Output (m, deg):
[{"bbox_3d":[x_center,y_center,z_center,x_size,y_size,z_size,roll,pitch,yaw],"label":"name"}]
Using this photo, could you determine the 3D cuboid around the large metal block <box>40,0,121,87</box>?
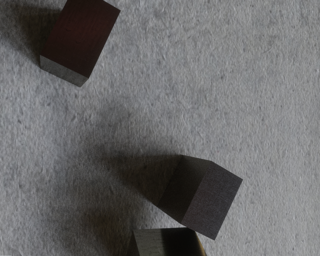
[{"bbox_3d":[-0.092,-0.096,0.346,0.050,0.080,0.080,25,82,-19],"label":"large metal block"}]

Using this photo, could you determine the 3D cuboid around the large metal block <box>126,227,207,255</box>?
[{"bbox_3d":[0.003,0.172,0.381,0.081,0.050,0.079,4,117,-20],"label":"large metal block"}]

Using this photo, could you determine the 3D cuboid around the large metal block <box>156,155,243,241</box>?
[{"bbox_3d":[0.048,0.085,0.399,0.050,0.080,0.080,31,80,-18],"label":"large metal block"}]
